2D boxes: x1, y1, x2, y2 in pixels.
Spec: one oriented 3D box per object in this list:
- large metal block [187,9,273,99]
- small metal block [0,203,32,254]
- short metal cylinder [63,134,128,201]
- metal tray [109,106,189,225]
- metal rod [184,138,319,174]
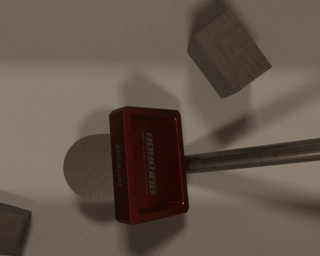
[{"bbox_3d":[0.082,-0.086,0.385,0.050,0.080,0.080,-36,90,0],"label":"large metal block"},{"bbox_3d":[-0.206,0.130,0.409,0.050,0.025,0.050,16,90,-1],"label":"small metal block"},{"bbox_3d":[-0.076,0.048,0.398,0.081,0.050,0.079,0,90,-1],"label":"short metal cylinder"},{"bbox_3d":[-0.012,0.042,0.374,0.091,0.030,0.129,1,81,-41],"label":"metal tray"},{"bbox_3d":[0.163,0.026,0.350,0.300,0.025,0.025,-10,90,25],"label":"metal rod"}]
